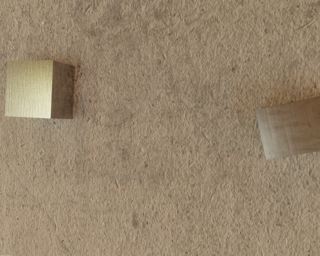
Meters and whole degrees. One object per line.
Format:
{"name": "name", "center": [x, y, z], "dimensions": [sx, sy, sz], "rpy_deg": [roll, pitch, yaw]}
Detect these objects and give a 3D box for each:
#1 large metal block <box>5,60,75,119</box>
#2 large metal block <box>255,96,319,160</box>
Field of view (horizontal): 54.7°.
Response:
{"name": "large metal block", "center": [-0.176, -0.055, 0.458], "dimensions": [0.080, 0.050, 0.079], "rpy_deg": [3, 91, 20]}
{"name": "large metal block", "center": [0.149, -0.002, 0.327], "dimensions": [0.080, 0.080, 0.050], "rpy_deg": [-12, 86, 19]}
